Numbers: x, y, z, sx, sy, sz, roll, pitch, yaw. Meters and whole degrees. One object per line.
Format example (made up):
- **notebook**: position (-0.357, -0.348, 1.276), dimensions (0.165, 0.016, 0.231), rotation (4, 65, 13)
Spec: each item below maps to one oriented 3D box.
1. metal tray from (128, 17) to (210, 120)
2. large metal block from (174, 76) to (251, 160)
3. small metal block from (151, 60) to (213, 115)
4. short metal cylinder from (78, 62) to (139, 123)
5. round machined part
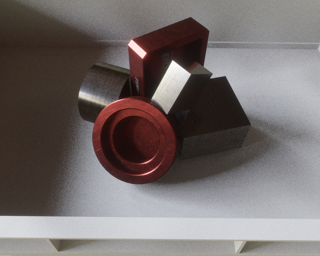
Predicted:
- **metal tray**: position (0.010, -0.062, 0.387), dimensions (0.091, 0.129, 0.030), rotation (-28, 57, -22)
- **large metal block**: position (0.055, -0.014, 0.389), dimensions (0.081, 0.050, 0.080), rotation (-11, 56, -10)
- **small metal block**: position (0.024, -0.045, 0.336), dimensions (0.025, 0.050, 0.050), rotation (42, 29, 21)
- **short metal cylinder**: position (-0.061, -0.040, 0.400), dimensions (0.050, 0.080, 0.080), rotation (18, 52, 14)
- **round machined part**: position (-0.024, 0.012, 0.358), dimensions (0.098, 0.097, 0.042), rotation (16, 16, 12)
